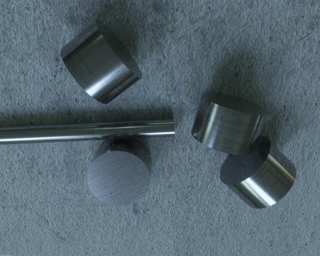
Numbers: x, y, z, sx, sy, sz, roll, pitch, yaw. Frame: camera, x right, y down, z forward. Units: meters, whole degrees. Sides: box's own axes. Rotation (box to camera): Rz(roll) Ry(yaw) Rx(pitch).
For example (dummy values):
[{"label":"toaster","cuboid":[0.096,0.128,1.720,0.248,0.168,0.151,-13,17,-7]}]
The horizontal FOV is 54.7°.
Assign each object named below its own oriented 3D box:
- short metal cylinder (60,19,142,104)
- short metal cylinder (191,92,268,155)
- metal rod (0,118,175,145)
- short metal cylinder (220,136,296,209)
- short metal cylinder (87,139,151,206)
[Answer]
[{"label":"short metal cylinder","cuboid":[-0.065,-0.074,0.352,0.050,0.080,0.080,-35,107,12]},{"label":"short metal cylinder","cuboid":[0.084,-0.008,0.378,0.081,0.080,0.050,12,110,-5]},{"label":"metal rod","cuboid":[-0.132,0.006,0.410,0.302,0.025,0.025,-3,110,0]},{"label":"short metal cylinder","cuboid":[0.126,0.056,0.402,0.050,0.080,0.080,43,105,-14]},{"label":"short metal cylinder","cuboid":[-0.052,0.057,0.417,0.081,0.050,0.079,0,110,0]}]
